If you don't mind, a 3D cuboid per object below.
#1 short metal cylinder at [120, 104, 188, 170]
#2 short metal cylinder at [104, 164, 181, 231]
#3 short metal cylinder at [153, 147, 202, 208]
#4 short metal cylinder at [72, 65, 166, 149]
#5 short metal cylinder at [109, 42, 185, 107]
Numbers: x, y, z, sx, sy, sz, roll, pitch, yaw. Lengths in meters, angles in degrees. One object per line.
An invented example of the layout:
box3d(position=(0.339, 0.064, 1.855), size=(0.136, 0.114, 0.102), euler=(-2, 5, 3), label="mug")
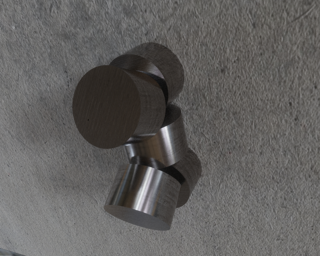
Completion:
box3d(position=(-0.009, 0.009, 0.384), size=(0.080, 0.080, 0.050), euler=(2, 119, 27), label="short metal cylinder")
box3d(position=(-0.020, 0.084, 0.369), size=(0.080, 0.050, 0.080), euler=(14, 151, 8), label="short metal cylinder")
box3d(position=(0.012, 0.063, 0.425), size=(0.080, 0.050, 0.079), euler=(13, 124, 21), label="short metal cylinder")
box3d(position=(-0.041, -0.021, 0.317), size=(0.080, 0.050, 0.079), euler=(2, 94, 27), label="short metal cylinder")
box3d(position=(-0.017, -0.056, 0.367), size=(0.080, 0.050, 0.079), euler=(13, 124, 21), label="short metal cylinder")
